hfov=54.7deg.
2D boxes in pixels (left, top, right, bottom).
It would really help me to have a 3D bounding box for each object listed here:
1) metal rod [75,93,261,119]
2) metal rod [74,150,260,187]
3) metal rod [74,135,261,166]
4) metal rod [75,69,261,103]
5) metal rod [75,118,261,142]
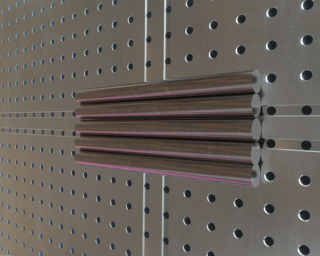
[{"bbox_3d":[-0.015,-0.025,0.420,0.300,0.025,0.025,1,91,39],"label":"metal rod"},{"bbox_3d":[-0.016,0.049,0.420,0.300,0.025,0.025,0,90,39],"label":"metal rod"},{"bbox_3d":[-0.015,0.025,0.420,0.300,0.025,0.025,1,91,39],"label":"metal rod"},{"bbox_3d":[-0.015,-0.051,0.419,0.300,0.025,0.025,1,91,39],"label":"metal rod"},{"bbox_3d":[-0.015,0.000,0.419,0.300,0.025,0.025,1,91,39],"label":"metal rod"}]
